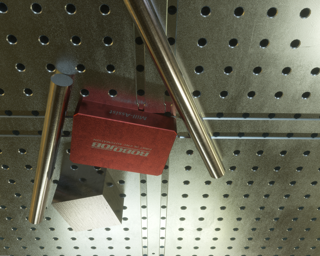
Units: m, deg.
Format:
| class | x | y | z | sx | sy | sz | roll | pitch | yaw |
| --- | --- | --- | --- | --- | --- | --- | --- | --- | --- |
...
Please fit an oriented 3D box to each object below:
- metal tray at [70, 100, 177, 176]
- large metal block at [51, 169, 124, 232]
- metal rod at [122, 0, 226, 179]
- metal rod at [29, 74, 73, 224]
| class | x | y | z | sx | sy | sz | roll | pitch | yaw |
| --- | --- | --- | --- | --- | --- | --- | --- | --- | --- |
| metal tray | -0.051 | 0.017 | 0.422 | 0.131 | 0.030 | 0.089 | 10 | 129 | -10 |
| large metal block | -0.111 | 0.117 | 0.493 | 0.080 | 0.050 | 0.080 | -12 | 129 | 9 |
| metal rod | 0.027 | -0.037 | 0.380 | 0.025 | 0.025 | 0.299 | -19 | 128 | 15 |
| metal rod | -0.166 | 0.051 | 0.452 | 0.025 | 0.025 | 0.298 | 15 | 128 | -13 |
